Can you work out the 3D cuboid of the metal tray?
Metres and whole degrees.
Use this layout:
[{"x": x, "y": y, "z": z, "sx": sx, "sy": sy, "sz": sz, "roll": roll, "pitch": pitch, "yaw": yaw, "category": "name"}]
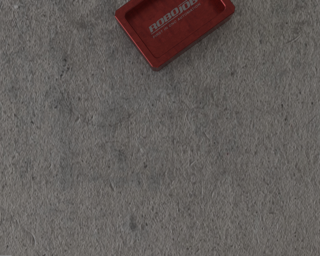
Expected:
[{"x": 0.019, "y": -0.148, "z": 0.407, "sx": 0.130, "sy": 0.030, "sz": 0.090, "roll": -36, "pitch": 90, "yaw": 0, "category": "metal tray"}]
